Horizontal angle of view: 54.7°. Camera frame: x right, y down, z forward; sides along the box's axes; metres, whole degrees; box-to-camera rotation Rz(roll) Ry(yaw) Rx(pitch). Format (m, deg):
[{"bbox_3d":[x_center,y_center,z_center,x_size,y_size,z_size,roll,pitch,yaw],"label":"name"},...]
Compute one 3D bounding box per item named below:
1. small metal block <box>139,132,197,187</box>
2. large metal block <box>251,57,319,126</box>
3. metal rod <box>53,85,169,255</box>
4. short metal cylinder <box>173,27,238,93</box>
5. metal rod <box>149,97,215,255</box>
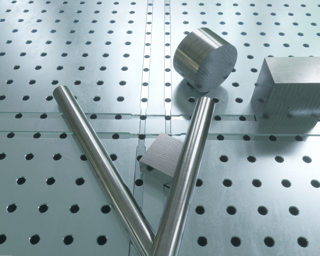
[{"bbox_3d":[0.010,0.039,0.375,0.050,0.025,0.050,25,54,19],"label":"small metal block"},{"bbox_3d":[0.176,-0.047,0.414,0.081,0.080,0.050,-1,50,-1],"label":"large metal block"},{"bbox_3d":[-0.066,0.048,0.366,0.025,0.025,0.300,-24,54,-19],"label":"metal rod"},{"bbox_3d":[0.066,-0.099,0.456,0.081,0.080,0.050,-28,56,-22],"label":"short metal cylinder"},{"bbox_3d":[0.017,0.078,0.308,0.025,0.025,0.300,13,51,10],"label":"metal rod"}]
